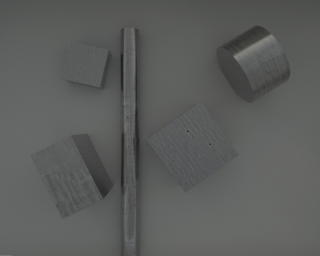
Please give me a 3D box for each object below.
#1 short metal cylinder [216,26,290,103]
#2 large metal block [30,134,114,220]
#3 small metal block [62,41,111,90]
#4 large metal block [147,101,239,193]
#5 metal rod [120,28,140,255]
[{"bbox_3d":[0.114,-0.078,0.385,0.050,0.080,0.080,-32,90,0],"label":"short metal cylinder"},{"bbox_3d":[-0.103,0.054,0.383,0.050,0.080,0.080,-27,90,0],"label":"large metal block"},{"bbox_3d":[-0.096,-0.082,0.410,0.050,0.025,0.050,13,90,-1],"label":"small metal block"},{"bbox_3d":[0.040,0.023,0.400,0.080,0.050,0.080,-36,90,0],"label":"large metal block"},{"bbox_3d":[-0.040,0.020,0.410,0.025,0.025,0.298,0,90,-1],"label":"metal rod"}]
